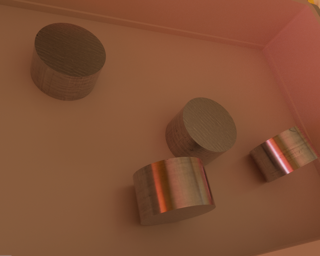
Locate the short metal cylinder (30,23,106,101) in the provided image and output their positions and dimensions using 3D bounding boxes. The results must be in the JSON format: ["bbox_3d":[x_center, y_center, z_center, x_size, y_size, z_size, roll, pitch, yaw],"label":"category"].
[{"bbox_3d":[-0.112,-0.080,0.378,0.081,0.050,0.080,14,56,-21],"label":"short metal cylinder"}]

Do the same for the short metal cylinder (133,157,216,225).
[{"bbox_3d":[0.014,0.070,0.335,0.081,0.080,0.050,1,61,-28],"label":"short metal cylinder"}]

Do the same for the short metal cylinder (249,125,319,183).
[{"bbox_3d":[0.177,0.038,0.442,0.081,0.080,0.050,-16,71,-35],"label":"short metal cylinder"}]

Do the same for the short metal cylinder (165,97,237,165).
[{"bbox_3d":[0.054,0.006,0.415,0.081,0.050,0.080,14,56,-21],"label":"short metal cylinder"}]
